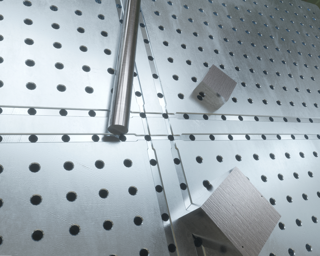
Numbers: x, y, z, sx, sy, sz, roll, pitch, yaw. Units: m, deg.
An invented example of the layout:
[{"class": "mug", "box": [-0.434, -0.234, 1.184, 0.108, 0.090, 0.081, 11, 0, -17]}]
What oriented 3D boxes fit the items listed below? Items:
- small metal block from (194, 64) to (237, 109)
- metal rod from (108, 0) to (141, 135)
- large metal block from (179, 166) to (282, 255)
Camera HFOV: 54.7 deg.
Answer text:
[{"class": "small metal block", "box": [0.090, -0.067, 0.497, 0.050, 0.025, 0.050, 37, 51, -3]}, {"class": "metal rod", "box": [-0.047, -0.124, 0.458, 0.025, 0.025, 0.300, 15, 56, -20]}, {"class": "large metal block", "box": [0.085, 0.107, 0.372, 0.080, 0.050, 0.080, 49, 51, 6]}]
